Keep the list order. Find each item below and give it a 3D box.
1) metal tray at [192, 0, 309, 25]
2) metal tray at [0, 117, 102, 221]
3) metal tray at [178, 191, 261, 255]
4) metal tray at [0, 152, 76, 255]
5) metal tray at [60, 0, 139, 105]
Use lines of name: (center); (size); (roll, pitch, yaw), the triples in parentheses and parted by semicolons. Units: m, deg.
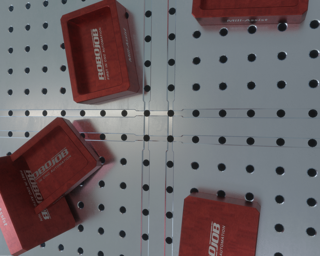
metal tray: (0.108, -0.174, 0.371); (0.130, 0.030, 0.090); (6, 92, 20)
metal tray: (-0.162, 0.058, 0.444); (0.130, 0.030, 0.090); (-40, 83, -2)
metal tray: (0.071, 0.152, 0.385); (0.090, 0.030, 0.129); (6, 92, 20)
metal tray: (-0.186, 0.100, 0.442); (0.030, 0.090, 0.130); (-32, 79, 29)
metal tray: (-0.086, -0.106, 0.440); (0.090, 0.030, 0.129); (-11, 86, 19)
